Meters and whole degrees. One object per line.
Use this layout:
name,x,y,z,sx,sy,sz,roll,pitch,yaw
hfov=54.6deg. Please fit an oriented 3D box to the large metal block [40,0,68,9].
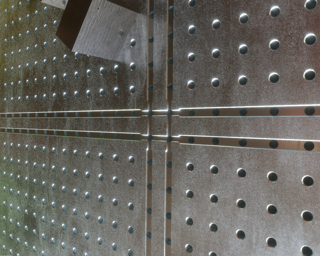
large metal block,-0.164,-0.263,0.530,0.080,0.050,0.080,-12,82,39

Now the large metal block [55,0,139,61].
large metal block,-0.091,-0.151,0.450,0.050,0.081,0.080,45,117,30
